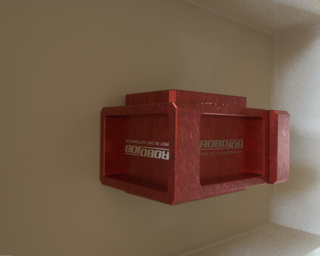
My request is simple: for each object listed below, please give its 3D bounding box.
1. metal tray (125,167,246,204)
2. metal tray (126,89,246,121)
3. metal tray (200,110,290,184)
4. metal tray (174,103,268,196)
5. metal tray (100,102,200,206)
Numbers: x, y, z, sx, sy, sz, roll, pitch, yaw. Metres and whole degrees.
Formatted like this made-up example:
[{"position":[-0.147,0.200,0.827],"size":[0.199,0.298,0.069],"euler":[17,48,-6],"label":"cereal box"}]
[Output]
[{"position":[0.033,0.064,0.388],"size":[0.131,0.090,0.030],"euler":[0,90,-40],"label":"metal tray"},{"position":[0.034,-0.025,0.389],"size":[0.131,0.090,0.030],"euler":[0,91,-40],"label":"metal tray"},{"position":[0.109,0.022,0.426],"size":[0.030,0.130,0.089],"euler":[1,90,-40],"label":"metal tray"},{"position":[0.072,0.022,0.344],"size":[0.131,0.030,0.089],"euler":[1,89,-40],"label":"metal tray"},{"position":[-0.017,0.022,0.322],"size":[0.030,0.130,0.089],"euler":[1,90,-40],"label":"metal tray"}]
